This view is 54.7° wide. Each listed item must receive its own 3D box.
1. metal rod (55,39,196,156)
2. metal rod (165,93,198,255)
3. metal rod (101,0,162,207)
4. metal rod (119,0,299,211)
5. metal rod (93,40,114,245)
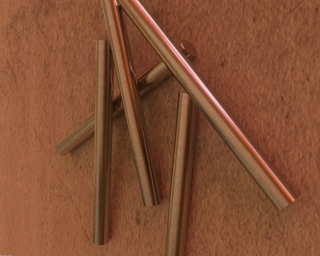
[{"bbox_3d":[-0.068,-0.030,0.458,0.299,0.025,0.025,-33,70,34],"label":"metal rod"},{"bbox_3d":[0.023,0.107,0.384,0.025,0.025,0.298,8,95,39],"label":"metal rod"},{"bbox_3d":[-0.039,-0.046,0.403,0.025,0.025,0.298,-9,94,39],"label":"metal rod"},{"bbox_3d":[0.042,-0.044,0.344,0.025,0.025,0.299,-45,71,30],"label":"metal rod"},{"bbox_3d":[-0.082,0.029,0.446,0.025,0.025,0.298,14,106,39],"label":"metal rod"}]
